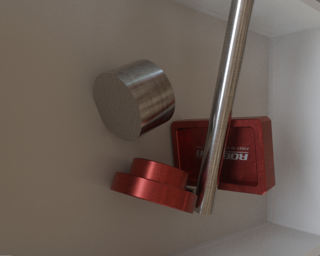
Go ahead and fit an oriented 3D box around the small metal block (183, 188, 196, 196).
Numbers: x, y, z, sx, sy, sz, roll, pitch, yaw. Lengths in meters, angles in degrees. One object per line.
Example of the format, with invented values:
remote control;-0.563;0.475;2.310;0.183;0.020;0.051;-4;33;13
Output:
small metal block;0.034;0.092;0.417;0.050;0.050;0.025;14;82;-48

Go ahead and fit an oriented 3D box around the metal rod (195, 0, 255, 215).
metal rod;0.076;-0.043;0.360;0.025;0.025;0.298;1;102;-40

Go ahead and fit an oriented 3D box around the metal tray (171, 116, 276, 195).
metal tray;0.078;0.033;0.404;0.030;0.130;0.089;-11;98;-50

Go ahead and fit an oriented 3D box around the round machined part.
round machined part;-0.004;0.064;0.358;0.098;0.098;0.042;27;73;-37

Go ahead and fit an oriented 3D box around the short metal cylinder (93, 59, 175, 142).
short metal cylinder;-0.030;-0.031;0.348;0.050;0.080;0.080;-30;109;-36
